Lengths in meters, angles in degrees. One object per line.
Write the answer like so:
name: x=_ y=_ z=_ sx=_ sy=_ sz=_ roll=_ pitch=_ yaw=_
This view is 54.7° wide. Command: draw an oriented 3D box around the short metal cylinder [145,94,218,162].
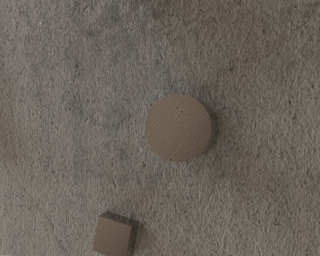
short metal cylinder: x=0.028 y=0.000 z=0.385 sx=0.080 sy=0.050 sz=0.079 roll=0 pitch=90 yaw=19

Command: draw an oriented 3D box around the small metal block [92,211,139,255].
small metal block: x=-0.061 y=0.149 z=0.429 sx=0.050 sy=0.025 sz=0.050 roll=12 pitch=94 yaw=19
